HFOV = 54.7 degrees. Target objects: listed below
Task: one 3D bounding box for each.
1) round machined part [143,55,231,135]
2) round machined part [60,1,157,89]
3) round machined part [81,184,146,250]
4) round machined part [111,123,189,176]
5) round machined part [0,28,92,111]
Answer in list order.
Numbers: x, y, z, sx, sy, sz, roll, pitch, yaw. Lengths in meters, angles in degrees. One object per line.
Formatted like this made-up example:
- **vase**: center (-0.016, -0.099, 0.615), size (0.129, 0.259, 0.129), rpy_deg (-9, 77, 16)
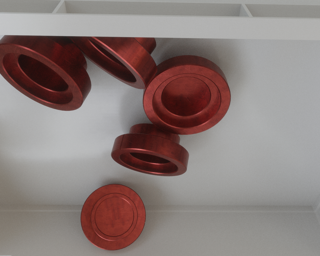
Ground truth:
- **round machined part**: center (0.030, -0.042, 0.363), size (0.099, 0.042, 0.097), rpy_deg (-1, 130, 0)
- **round machined part**: center (-0.043, -0.084, 0.303), size (0.098, 0.098, 0.042), rpy_deg (37, 82, -28)
- **round machined part**: center (-0.070, 0.134, 0.471), size (0.099, 0.098, 0.042), rpy_deg (10, 163, -9)
- **round machined part**: center (-0.011, 0.027, 0.404), size (0.099, 0.042, 0.098), rpy_deg (10, 156, 5)
- **round machined part**: center (-0.117, -0.064, 0.325), size (0.098, 0.042, 0.098), rpy_deg (17, 150, 10)
